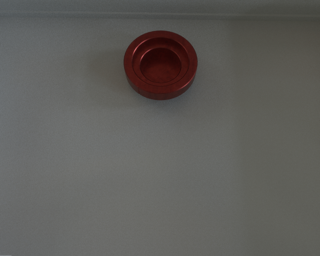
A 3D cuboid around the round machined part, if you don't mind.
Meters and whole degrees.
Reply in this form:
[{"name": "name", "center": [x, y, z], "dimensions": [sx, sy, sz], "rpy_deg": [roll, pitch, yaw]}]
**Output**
[{"name": "round machined part", "center": [0.001, -0.082, 0.431], "dimensions": [0.099, 0.042, 0.098], "rpy_deg": [0, 70, 0]}]
